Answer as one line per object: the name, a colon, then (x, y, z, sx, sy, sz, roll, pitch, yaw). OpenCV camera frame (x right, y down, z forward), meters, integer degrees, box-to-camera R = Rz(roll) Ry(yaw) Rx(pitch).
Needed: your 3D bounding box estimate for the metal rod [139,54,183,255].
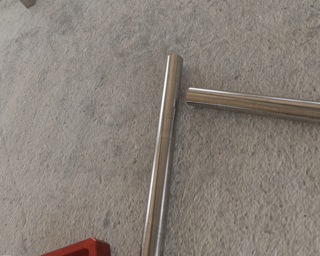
metal rod: (0.005, 0.031, 0.380, 0.025, 0.025, 0.299, -7, 59, 24)

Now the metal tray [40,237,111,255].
metal tray: (-0.094, 0.195, 0.328, 0.090, 0.030, 0.130, -23, 53, 13)

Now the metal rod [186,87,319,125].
metal rod: (0.165, -0.016, 0.326, 0.300, 0.025, 0.025, 12, 68, 32)

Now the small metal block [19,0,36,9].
small metal block: (-0.333, -0.334, 0.763, 0.025, 0.050, 0.050, -19, 55, 17)
